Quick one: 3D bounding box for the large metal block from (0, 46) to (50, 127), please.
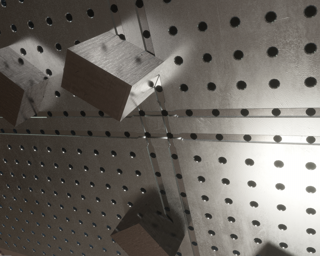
[{"bbox_3d":[-0.227,-0.063,0.473,0.080,0.050,0.080,38,129,2],"label":"large metal block"}]

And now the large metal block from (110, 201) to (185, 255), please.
[{"bbox_3d":[-0.021,0.180,0.516,0.080,0.050,0.080,49,128,-7],"label":"large metal block"}]

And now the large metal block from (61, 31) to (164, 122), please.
[{"bbox_3d":[-0.054,-0.064,0.363,0.080,0.080,0.050,31,128,8],"label":"large metal block"}]
